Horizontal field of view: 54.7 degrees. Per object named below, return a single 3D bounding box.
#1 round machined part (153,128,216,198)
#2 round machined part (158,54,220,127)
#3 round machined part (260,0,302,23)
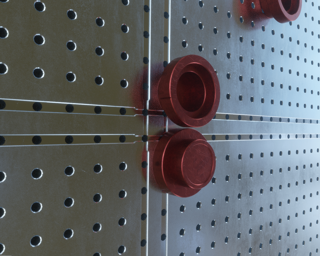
[{"bbox_3d":[0.041,0.049,0.435,0.099,0.042,0.097,0,90,-40],"label":"round machined part"},{"bbox_3d":[0.036,-0.050,0.430,0.099,0.042,0.097,0,90,-40],"label":"round machined part"},{"bbox_3d":[0.228,-0.250,0.593,0.099,0.042,0.097,0,90,-40],"label":"round machined part"}]
